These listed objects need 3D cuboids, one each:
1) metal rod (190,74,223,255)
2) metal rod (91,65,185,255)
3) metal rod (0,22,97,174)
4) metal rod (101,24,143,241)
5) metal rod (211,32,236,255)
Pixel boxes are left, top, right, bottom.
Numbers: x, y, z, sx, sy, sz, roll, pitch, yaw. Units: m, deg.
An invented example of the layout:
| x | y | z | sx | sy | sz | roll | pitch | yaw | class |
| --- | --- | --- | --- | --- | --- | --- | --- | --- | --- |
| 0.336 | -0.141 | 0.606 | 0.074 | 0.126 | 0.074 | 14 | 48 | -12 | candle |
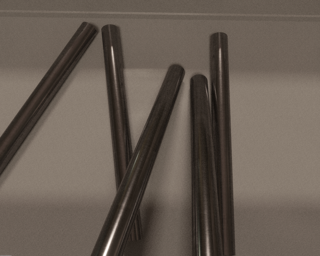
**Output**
| x | y | z | sx | sy | sz | roll | pitch | yaw | class |
| --- | --- | --- | --- | --- | --- | --- | --- | --- | --- |
| 0.045 | 0.038 | 0.328 | 0.025 | 0.025 | 0.300 | 4 | 44 | 1 | metal rod |
| -0.014 | 0.023 | 0.338 | 0.025 | 0.025 | 0.301 | 15 | 46 | 5 | metal rod |
| -0.172 | -0.024 | 0.416 | 0.025 | 0.025 | 0.300 | 25 | 72 | 8 | metal rod |
| -0.054 | -0.008 | 0.411 | 0.025 | 0.025 | 0.299 | -8 | 70 | -3 | metal rod |
| 0.081 | 0.006 | 0.408 | 0.025 | 0.025 | 0.299 | 3 | 70 | 0 | metal rod |
